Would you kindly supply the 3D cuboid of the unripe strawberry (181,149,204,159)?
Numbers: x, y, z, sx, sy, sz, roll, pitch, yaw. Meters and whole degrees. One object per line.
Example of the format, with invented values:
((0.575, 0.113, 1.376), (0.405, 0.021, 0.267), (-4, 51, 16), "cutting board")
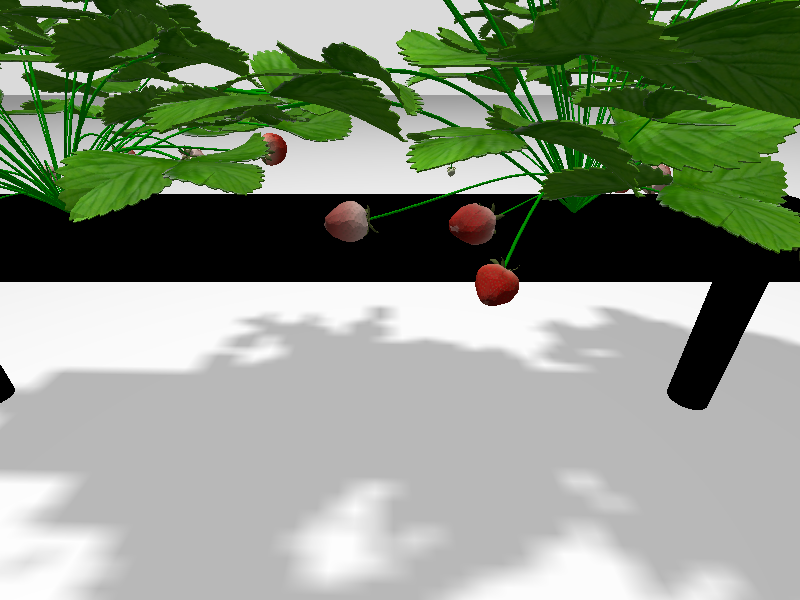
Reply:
((-0.271, -0.188, 0.529), (0.029, 0.026, 0.026), (3, 9, 6), "unripe strawberry")

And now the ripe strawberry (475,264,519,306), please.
((0.049, -0.007, 0.206), (0.023, 0.023, 0.019), (17, -31, 28), "ripe strawberry")

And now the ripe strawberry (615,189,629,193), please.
((0.224, -0.123, 0.410), (0.029, 0.025, 0.029), (-25, 37, -38), "ripe strawberry")

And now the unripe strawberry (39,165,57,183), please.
((-0.390, -0.139, 0.445), (0.018, 0.021, 0.020), (-23, 30, -36), "unripe strawberry")

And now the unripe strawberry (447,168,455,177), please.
((0.058, -0.145, 0.453), (0.009, 0.010, 0.010), (-22, 36, -34), "unripe strawberry")

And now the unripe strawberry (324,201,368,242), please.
((-0.039, -0.055, 0.287), (0.030, 0.030, 0.028), (-11, 31, -17), "unripe strawberry")

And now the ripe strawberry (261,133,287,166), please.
((-0.170, -0.205, 0.543), (0.037, 0.042, 0.040), (15, 32, 25), "ripe strawberry")

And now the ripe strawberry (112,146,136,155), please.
((-0.359, -0.184, 0.523), (0.029, 0.030, 0.031), (-9, -2, -16), "ripe strawberry")

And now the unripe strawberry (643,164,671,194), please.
((0.262, -0.123, 0.407), (0.028, 0.030, 0.026), (-16, 33, -28), "unripe strawberry")

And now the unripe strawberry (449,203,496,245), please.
((0.049, -0.052, 0.278), (0.029, 0.029, 0.032), (-21, 35, -32), "unripe strawberry")
